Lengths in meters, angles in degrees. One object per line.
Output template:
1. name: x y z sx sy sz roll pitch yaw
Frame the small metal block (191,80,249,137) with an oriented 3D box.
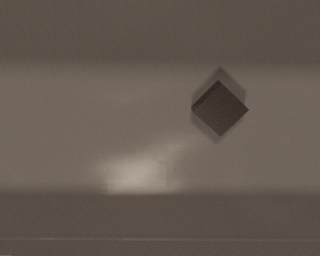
1. small metal block: 0.077 -0.026 0.403 0.050 0.025 0.050 41 105 -14
